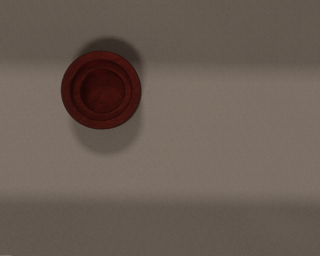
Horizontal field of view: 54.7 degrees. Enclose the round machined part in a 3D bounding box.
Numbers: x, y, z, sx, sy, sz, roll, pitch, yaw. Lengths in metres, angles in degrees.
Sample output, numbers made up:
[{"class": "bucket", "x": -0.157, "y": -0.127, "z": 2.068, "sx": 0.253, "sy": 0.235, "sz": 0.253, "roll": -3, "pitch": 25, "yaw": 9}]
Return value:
[{"class": "round machined part", "x": -0.073, "y": -0.047, "z": 0.402, "sx": 0.099, "sy": 0.042, "sz": 0.097, "roll": 0, "pitch": 90, "yaw": -1}]
